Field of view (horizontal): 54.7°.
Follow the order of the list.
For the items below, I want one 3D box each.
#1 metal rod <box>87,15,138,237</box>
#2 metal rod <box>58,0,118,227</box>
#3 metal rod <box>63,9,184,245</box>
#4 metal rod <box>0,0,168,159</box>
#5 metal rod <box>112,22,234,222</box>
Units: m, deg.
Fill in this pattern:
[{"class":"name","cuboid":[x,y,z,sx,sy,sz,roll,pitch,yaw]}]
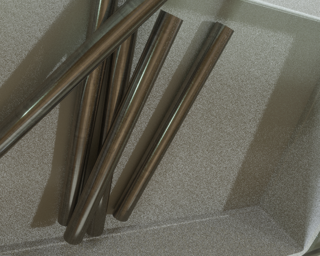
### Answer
[{"class":"metal rod","cuboid":[-0.064,0.017,0.384,0.025,0.025,0.298,-1,119,-28]},{"class":"metal rod","cuboid":[-0.087,-0.007,0.356,0.025,0.025,0.298,2,118,-29]},{"class":"metal rod","cuboid":[-0.050,0.014,0.356,0.025,0.025,0.298,14,112,-34]},{"class":"metal rod","cuboid":[-0.110,-0.033,0.305,0.300,0.025,0.025,-41,130,9]},{"class":"metal rod","cuboid":[0.010,0.003,0.415,0.025,0.025,0.298,17,109,-35]}]
